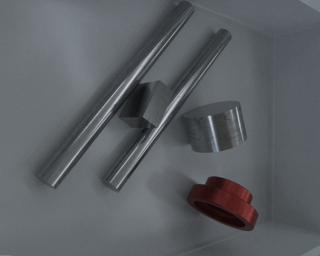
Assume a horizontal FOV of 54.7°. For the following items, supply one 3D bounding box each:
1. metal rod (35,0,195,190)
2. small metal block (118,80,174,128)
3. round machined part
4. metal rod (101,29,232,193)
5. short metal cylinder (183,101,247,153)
[{"bbox_3d":[-0.038,-0.057,0.375,0.025,0.025,0.301,49,61,-29],"label":"metal rod"},{"bbox_3d":[-0.017,-0.028,0.378,0.025,0.050,0.050,37,67,-34],"label":"small metal block"},{"bbox_3d":[0.091,0.103,0.438,0.098,0.098,0.042,43,64,-32],"label":"round machined part"},{"bbox_3d":[0.023,-0.040,0.427,0.025,0.025,0.301,52,59,-28],"label":"metal rod"},{"bbox_3d":[0.078,-0.003,0.439,0.081,0.080,0.050,-25,106,-38],"label":"short metal cylinder"}]
